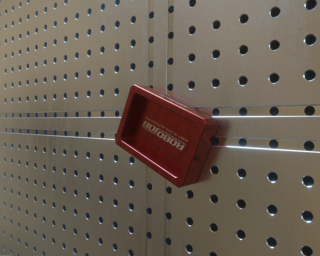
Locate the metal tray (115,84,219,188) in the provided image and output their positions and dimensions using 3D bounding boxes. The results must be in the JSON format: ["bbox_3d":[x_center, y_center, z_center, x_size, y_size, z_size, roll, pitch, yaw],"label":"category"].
[{"bbox_3d":[0.003,0.006,0.404,0.130,0.030,0.089,30,109,36],"label":"metal tray"}]
